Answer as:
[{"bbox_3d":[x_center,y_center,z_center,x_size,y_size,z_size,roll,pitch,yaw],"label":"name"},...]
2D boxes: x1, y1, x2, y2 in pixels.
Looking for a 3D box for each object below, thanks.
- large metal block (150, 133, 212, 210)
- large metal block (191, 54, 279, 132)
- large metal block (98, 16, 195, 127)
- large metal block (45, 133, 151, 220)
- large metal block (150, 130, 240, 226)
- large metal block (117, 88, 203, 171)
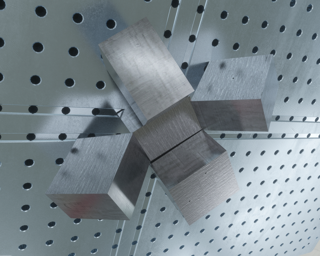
[{"bbox_3d":[0.034,0.057,0.447,0.080,0.050,0.080,-33,128,-8],"label":"large metal block"},{"bbox_3d":[0.094,-0.042,0.380,0.080,0.080,0.050,-63,140,-36],"label":"large metal block"},{"bbox_3d":[-0.015,-0.051,0.315,0.050,0.080,0.080,-33,90,-7],"label":"large metal block"},{"bbox_3d":[-0.067,0.055,0.353,0.080,0.080,0.050,-6,133,25],"label":"large metal block"},{"bbox_3d":[0.046,0.063,0.392,0.080,0.050,0.080,-33,130,-8],"label":"large metal block"},{"bbox_3d":[0.005,0.000,0.397,0.080,0.050,0.080,-33,129,-7],"label":"large metal block"}]
